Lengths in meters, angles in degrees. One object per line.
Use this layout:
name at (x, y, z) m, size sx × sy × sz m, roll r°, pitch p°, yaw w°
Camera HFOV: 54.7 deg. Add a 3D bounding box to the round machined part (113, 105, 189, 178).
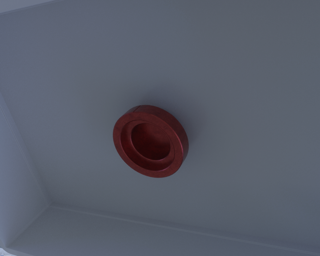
round machined part at (-0.008, 0.013, 0.404) m, size 0.098 × 0.042 × 0.097 m, roll 13°, pitch 124°, yaw 20°
